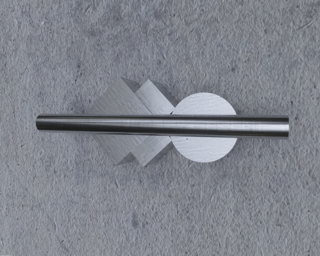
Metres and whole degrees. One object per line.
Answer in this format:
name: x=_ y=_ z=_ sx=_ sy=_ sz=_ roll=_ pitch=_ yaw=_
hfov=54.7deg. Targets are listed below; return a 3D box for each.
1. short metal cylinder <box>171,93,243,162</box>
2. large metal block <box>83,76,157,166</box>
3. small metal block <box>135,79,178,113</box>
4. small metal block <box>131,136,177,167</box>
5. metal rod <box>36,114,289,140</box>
short metal cylinder: x=0.057 y=-0.001 z=0.376 sx=0.080 sy=0.050 sz=0.080 roll=0 pitch=90 yaw=20
large metal block: x=-0.045 y=-0.009 z=0.411 sx=0.080 sy=0.050 sz=0.080 roll=-44 pitch=77 yaw=14
small metal block: x=0.002 y=-0.033 z=0.397 sx=0.025 sy=0.050 sz=0.050 roll=-44 pitch=77 yaw=15
small metal block: x=-0.002 y=0.022 z=0.399 sx=0.050 sy=0.050 sz=0.025 roll=-44 pitch=77 yaw=15
metal rod: x=-0.014 y=-0.004 z=0.360 sx=0.301 sy=0.025 sz=0.025 roll=1 pitch=91 yaw=19
